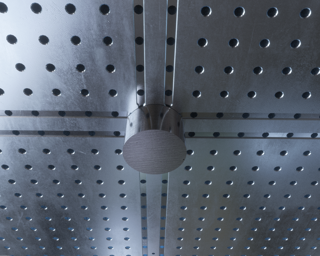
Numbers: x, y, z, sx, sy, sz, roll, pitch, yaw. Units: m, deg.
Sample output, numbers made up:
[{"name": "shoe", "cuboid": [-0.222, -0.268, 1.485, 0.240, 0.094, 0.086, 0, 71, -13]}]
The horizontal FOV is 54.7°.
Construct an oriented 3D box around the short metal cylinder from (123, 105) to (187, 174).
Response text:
[{"name": "short metal cylinder", "cuboid": [-0.007, 0.016, 0.408, 0.081, 0.050, 0.079, 0, 130, 0]}]
